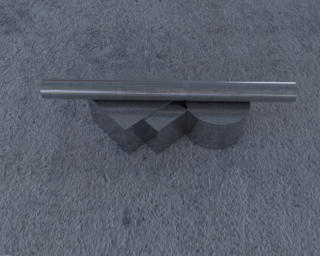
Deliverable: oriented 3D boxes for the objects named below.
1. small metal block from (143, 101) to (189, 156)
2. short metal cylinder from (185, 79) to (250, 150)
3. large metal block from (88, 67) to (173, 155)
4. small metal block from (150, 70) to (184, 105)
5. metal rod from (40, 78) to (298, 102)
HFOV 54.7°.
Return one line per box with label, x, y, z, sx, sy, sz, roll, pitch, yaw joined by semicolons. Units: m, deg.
small metal block;0.007;0.000;0.390;0.050;0.050;0.025;-35;59;-26
short metal cylinder;0.072;-0.019;0.404;0.081;0.050;0.080;0;50;0
large metal block;-0.037;-0.025;0.407;0.080;0.050;0.080;-35;58;-26
small metal block;0.012;-0.043;0.425;0.025;0.050;0.050;-35;59;-26
metal rod;0.010;-0.045;0.376;0.302;0.025;0.025;1;50;0
